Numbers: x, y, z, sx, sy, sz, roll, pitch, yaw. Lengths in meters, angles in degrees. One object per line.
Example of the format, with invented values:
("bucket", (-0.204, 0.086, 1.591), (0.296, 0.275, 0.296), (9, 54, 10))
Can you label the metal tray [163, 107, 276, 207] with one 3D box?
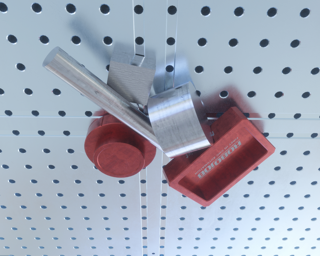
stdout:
("metal tray", (0.080, 0.043, 0.419), (0.130, 0.030, 0.090), (-43, 127, 12))

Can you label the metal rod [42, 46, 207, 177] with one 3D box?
("metal rod", (-0.012, 0.004, 0.393), (0.025, 0.025, 0.301), (-32, 131, 24))

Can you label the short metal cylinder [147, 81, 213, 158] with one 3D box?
("short metal cylinder", (0.026, -0.009, 0.368), (0.050, 0.080, 0.080), (-20, 128, 15))

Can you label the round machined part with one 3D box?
("round machined part", (-0.054, 0.031, 0.425), (0.099, 0.042, 0.097), (-1, 130, 0))

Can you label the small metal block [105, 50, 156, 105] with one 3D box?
("small metal block", (-0.035, -0.058, 0.362), (0.050, 0.025, 0.050), (10, 129, -9))
